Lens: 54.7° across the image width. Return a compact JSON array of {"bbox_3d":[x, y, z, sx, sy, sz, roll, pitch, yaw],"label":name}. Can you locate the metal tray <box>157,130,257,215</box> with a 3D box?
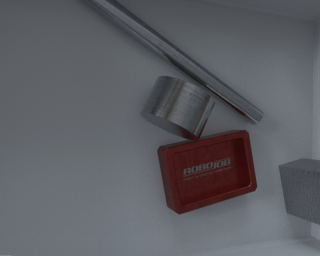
[{"bbox_3d":[0.068,0.058,0.434,0.131,0.030,0.089,-11,94,-20],"label":"metal tray"}]

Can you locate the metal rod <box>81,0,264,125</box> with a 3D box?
[{"bbox_3d":[0.025,-0.093,0.420,0.301,0.025,0.025,33,79,-18],"label":"metal rod"}]

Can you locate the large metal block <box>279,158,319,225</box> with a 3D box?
[{"bbox_3d":[0.235,0.094,0.471,0.050,0.080,0.079,-12,95,-20],"label":"large metal block"}]

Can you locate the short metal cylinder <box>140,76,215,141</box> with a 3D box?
[{"bbox_3d":[0.022,-0.023,0.391,0.080,0.080,0.050,28,81,-18],"label":"short metal cylinder"}]
